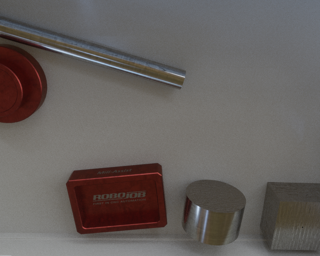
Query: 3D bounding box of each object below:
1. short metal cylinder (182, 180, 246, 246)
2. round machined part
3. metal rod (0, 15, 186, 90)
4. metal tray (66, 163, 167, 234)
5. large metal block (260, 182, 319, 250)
[{"bbox_3d":[0.073,0.113,0.425,0.081,0.080,0.050,5,110,-2],"label":"short metal cylinder"},{"bbox_3d":[-0.195,-0.051,0.381,0.099,0.042,0.097,0,110,-1],"label":"round machined part"},{"bbox_3d":[-0.116,-0.100,0.372,0.302,0.025,0.025,15,109,-6],"label":"metal rod"},{"bbox_3d":[-0.059,0.102,0.445,0.131,0.030,0.089,-5,110,1],"label":"metal tray"},{"bbox_3d":[0.198,0.127,0.448,0.081,0.050,0.079,2,110,-1],"label":"large metal block"}]
